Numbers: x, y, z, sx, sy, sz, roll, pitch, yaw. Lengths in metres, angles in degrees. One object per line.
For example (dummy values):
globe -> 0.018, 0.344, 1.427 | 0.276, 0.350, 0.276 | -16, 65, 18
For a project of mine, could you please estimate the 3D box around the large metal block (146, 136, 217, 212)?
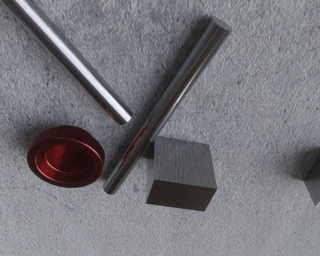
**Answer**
large metal block -> 0.026, 0.061, 0.424 | 0.081, 0.080, 0.050 | 10, 129, -9

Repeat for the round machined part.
round machined part -> -0.125, 0.035, 0.424 | 0.099, 0.042, 0.097 | -1, 130, 0

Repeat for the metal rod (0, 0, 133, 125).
metal rod -> -0.126, -0.108, 0.312 | 0.025, 0.025, 0.300 | -27, 126, 20

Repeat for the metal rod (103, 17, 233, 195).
metal rod -> -0.007, -0.006, 0.401 | 0.025, 0.025, 0.298 | 22, 127, -18

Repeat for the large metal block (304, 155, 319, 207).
large metal block -> 0.276, 0.074, 0.459 | 0.081, 0.050, 0.079 | 4, 130, -4
